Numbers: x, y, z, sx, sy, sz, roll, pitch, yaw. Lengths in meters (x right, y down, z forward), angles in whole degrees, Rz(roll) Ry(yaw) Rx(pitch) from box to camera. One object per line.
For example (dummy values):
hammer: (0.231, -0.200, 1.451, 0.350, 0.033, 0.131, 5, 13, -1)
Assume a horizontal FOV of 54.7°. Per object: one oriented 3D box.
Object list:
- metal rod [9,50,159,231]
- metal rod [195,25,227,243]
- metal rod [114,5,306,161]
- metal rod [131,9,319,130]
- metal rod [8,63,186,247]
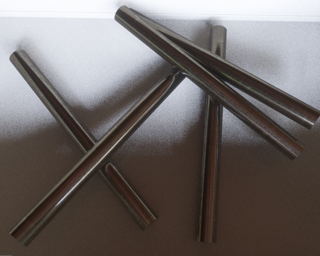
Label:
metal rod: (-0.107, 0.006, 0.406, 0.025, 0.025, 0.300, -38, 75, -13)
metal rod: (0.070, -0.006, 0.412, 0.025, 0.025, 0.299, 6, 70, 2)
metal rod: (0.056, -0.066, 0.405, 0.300, 0.025, 0.025, 41, 75, 12)
metal rod: (0.068, -0.088, 0.416, 0.300, 0.025, 0.025, 35, 73, 21)
metal rod: (-0.055, 0.012, 0.381, 0.025, 0.025, 0.301, 36, 65, 12)
